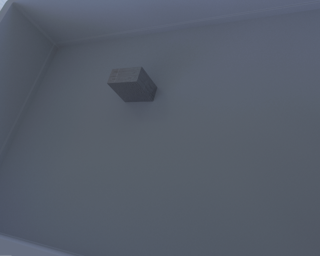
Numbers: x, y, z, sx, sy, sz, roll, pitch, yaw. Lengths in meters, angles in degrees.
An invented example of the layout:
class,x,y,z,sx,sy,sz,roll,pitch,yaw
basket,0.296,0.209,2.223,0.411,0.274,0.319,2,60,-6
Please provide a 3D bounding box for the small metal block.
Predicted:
class,x,y,z,sx,sy,sz,roll,pitch,yaw
small metal block,-0.039,-0.062,0.449,0.050,0.050,0.025,1,63,29
